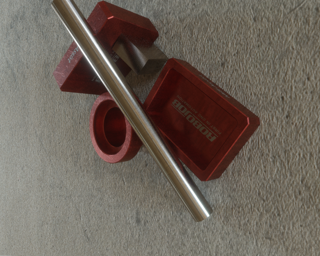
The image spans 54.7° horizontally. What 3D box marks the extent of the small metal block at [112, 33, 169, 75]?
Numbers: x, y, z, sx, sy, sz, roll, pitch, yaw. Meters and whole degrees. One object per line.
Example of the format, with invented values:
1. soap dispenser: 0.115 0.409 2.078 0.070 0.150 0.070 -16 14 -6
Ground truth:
1. small metal block: -0.024 -0.096 0.402 0.050 0.050 0.025 47 121 13

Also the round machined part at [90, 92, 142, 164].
1. round machined part: -0.054 -0.002 0.433 0.098 0.042 0.097 5 96 45

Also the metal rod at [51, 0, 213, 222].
1. metal rod: -0.031 -0.021 0.361 0.025 0.025 0.299 -32 92 35

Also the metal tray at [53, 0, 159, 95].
1. metal tray: -0.074 -0.100 0.422 0.129 0.091 0.030 -45 64 30

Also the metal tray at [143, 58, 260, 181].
1. metal tray: 0.040 -0.012 0.369 0.130 0.030 0.089 45 117 30
